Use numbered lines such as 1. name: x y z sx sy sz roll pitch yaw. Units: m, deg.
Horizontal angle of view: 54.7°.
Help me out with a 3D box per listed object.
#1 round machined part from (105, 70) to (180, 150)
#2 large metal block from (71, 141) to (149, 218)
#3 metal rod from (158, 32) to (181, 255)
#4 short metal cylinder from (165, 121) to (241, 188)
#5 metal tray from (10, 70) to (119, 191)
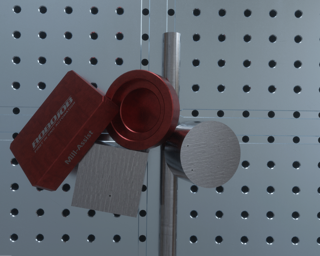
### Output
1. round machined part: -0.020 -0.022 0.392 0.098 0.042 0.097 0 89 25
2. large metal block: -0.061 0.062 0.400 0.080 0.050 0.080 10 90 0
3. metal rod: 0.013 0.024 0.414 0.025 0.025 0.298 1 90 0
4. short metal cylinder: 0.052 0.031 0.388 0.081 0.050 0.079 0 90 -20
5. metal tray: -0.121 0.001 0.385 0.130 0.030 0.090 -52 52 0
